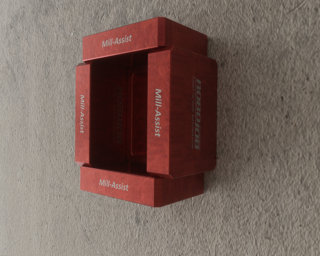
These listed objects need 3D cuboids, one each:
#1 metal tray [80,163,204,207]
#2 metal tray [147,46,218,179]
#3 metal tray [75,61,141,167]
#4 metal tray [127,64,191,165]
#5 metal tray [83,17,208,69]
[{"bbox_3d":[-0.023,0.063,0.381,0.130,0.091,0.030,1,91,39],"label":"metal tray"},{"bbox_3d":[0.027,-0.015,0.339,0.030,0.091,0.129,1,91,40],"label":"metal tray"},{"bbox_3d":[-0.067,-0.018,0.416,0.030,0.091,0.129,1,91,40],"label":"metal tray"},{"bbox_3d":[-0.001,-0.017,0.402,0.090,0.030,0.129,1,91,39],"label":"metal tray"},{"bbox_3d":[-0.020,-0.096,0.378,0.130,0.091,0.030,1,91,39],"label":"metal tray"}]
